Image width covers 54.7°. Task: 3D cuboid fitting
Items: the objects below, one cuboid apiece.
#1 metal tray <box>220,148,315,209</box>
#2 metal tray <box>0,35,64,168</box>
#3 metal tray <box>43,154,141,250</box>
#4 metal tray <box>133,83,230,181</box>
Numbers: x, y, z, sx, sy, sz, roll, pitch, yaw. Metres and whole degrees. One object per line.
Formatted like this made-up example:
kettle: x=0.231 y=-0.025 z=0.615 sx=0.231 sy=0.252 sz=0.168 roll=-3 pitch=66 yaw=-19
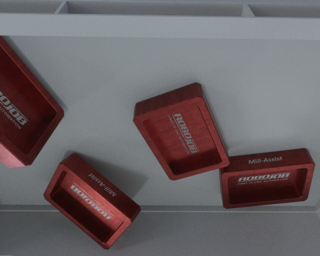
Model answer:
metal tray: x=0.159 y=0.080 z=0.474 sx=0.131 sy=0.030 sz=0.090 roll=-7 pitch=130 yaw=6
metal tray: x=-0.171 y=-0.030 z=0.335 sx=0.030 sy=0.090 sz=0.130 roll=-8 pitch=132 yaw=28
metal tray: x=-0.103 y=0.110 z=0.460 sx=0.130 sy=0.030 sz=0.089 roll=39 pitch=123 yaw=4
metal tray: x=0.032 y=0.011 z=0.414 sx=0.090 sy=0.030 sz=0.130 roll=-18 pitch=128 yaw=14
